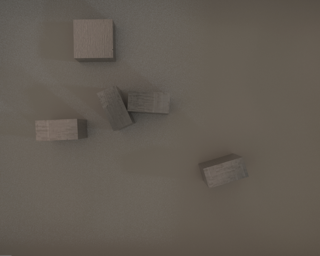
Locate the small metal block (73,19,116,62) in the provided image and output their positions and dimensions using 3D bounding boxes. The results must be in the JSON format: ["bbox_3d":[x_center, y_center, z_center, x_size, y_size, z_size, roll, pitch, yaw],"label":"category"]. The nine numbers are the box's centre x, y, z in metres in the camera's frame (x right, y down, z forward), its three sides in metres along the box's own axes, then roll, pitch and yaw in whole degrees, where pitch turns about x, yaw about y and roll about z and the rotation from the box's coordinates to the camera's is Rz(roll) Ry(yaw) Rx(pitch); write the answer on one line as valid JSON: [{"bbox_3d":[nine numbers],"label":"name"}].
[{"bbox_3d":[-0.086,-0.115,0.410,0.050,0.025,0.050,-1,90,0],"label":"small metal block"}]

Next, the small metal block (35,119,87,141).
[{"bbox_3d":[-0.124,0.002,0.398,0.050,0.050,0.025,-3,90,0],"label":"small metal block"}]

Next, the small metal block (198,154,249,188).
[{"bbox_3d":[0.080,0.054,0.399,0.050,0.050,0.025,-16,90,0],"label":"small metal block"}]

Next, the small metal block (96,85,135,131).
[{"bbox_3d":[-0.055,-0.024,0.398,0.025,0.050,0.050,-24,90,0],"label":"small metal block"}]

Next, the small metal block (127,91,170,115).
[{"bbox_3d":[-0.014,-0.032,0.399,0.050,0.050,0.025,3,90,0],"label":"small metal block"}]
